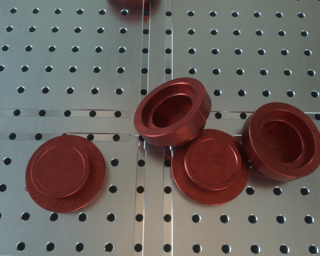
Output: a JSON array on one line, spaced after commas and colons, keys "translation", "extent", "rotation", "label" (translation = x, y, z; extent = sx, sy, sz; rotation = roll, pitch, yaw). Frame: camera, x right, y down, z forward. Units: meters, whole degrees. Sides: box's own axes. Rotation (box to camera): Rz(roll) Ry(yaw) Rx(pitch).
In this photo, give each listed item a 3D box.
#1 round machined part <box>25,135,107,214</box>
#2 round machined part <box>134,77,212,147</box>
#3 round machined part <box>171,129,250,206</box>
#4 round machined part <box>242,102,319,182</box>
[{"translation": [-0.117, 0.054, 0.381], "extent": [0.099, 0.042, 0.098], "rotation": [0, 70, -1], "label": "round machined part"}, {"translation": [0.020, -0.015, 0.392], "extent": [0.098, 0.042, 0.098], "rotation": [-21, 41, 19], "label": "round machined part"}, {"translation": [0.063, 0.046, 0.387], "extent": [0.099, 0.042, 0.098], "rotation": [0, 70, 0], "label": "round machined part"}, {"translation": [0.148, 0.020, 0.390], "extent": [0.099, 0.042, 0.098], "rotation": [5, 65, -12], "label": "round machined part"}]
